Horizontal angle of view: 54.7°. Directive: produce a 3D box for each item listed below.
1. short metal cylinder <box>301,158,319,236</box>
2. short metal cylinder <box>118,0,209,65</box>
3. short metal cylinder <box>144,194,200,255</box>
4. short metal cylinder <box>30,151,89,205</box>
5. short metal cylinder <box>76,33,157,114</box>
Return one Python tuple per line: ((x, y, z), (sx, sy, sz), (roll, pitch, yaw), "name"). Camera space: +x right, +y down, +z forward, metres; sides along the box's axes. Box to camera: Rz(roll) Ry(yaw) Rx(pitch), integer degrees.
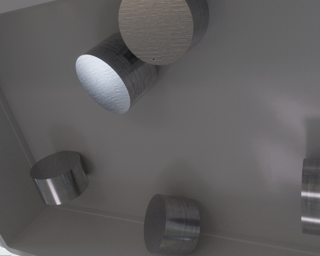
((0.178, 0.073, 0.324), (0.050, 0.080, 0.080), (0, 119, 28), "short metal cylinder")
((0.005, -0.111, 0.321), (0.080, 0.050, 0.079), (13, 124, 21), "short metal cylinder")
((0.015, 0.138, 0.441), (0.050, 0.080, 0.079), (13, 132, -20), "short metal cylinder")
((-0.164, 0.080, 0.509), (0.080, 0.080, 0.050), (3, 120, 27), "short metal cylinder")
((-0.051, -0.064, 0.365), (0.080, 0.050, 0.080), (28, 145, 22), "short metal cylinder")
